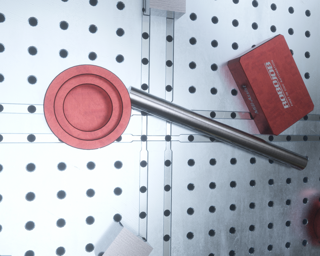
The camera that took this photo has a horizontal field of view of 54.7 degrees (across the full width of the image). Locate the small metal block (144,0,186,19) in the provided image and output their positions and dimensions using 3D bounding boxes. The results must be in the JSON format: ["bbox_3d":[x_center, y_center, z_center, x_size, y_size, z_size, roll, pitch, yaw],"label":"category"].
[{"bbox_3d":[0.007,-0.178,0.415,0.050,0.025,0.050,0,90,-20],"label":"small metal block"}]

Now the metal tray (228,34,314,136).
[{"bbox_3d":[0.171,-0.064,0.473,0.091,0.030,0.130,-32,101,-17],"label":"metal tray"}]

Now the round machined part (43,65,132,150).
[{"bbox_3d":[-0.087,-0.024,0.371,0.099,0.042,0.097,0,90,-20],"label":"round machined part"}]

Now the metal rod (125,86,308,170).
[{"bbox_3d":[0.092,0.007,0.446,0.302,0.025,0.025,20,83,-19],"label":"metal rod"}]

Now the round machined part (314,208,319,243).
[{"bbox_3d":[0.298,0.163,0.513,0.099,0.042,0.097,0,90,-20],"label":"round machined part"}]

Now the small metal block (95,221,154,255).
[{"bbox_3d":[-0.046,0.157,0.396,0.050,0.025,0.050,42,77,-15],"label":"small metal block"}]
